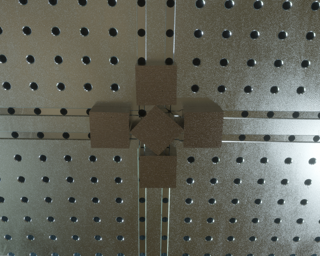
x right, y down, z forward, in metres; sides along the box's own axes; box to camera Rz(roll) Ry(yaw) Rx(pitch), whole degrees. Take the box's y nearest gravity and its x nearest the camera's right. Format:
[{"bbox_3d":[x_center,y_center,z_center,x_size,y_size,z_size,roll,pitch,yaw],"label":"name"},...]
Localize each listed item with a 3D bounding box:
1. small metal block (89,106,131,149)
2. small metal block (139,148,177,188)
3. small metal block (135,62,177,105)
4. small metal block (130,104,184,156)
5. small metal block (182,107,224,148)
[{"bbox_3d":[-0.065,-0.001,0.412,0.050,0.025,0.050,1,110,-1],"label":"small metal block"},{"bbox_3d":[-0.003,0.056,0.434,0.050,0.025,0.050,0,110,-1],"label":"small metal block"},{"bbox_3d":[-0.005,-0.056,0.393,0.050,0.025,0.050,-1,110,-1],"label":"small metal block"},{"bbox_3d":[-0.004,0.000,0.413,0.050,0.025,0.050,40,105,-14],"label":"small metal block"},{"bbox_3d":[0.056,-0.001,0.414,0.050,0.025,0.050,0,110,-1],"label":"small metal block"}]
